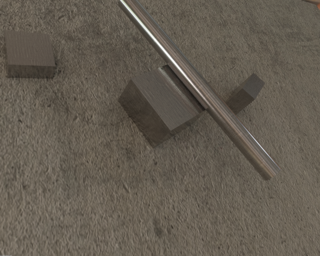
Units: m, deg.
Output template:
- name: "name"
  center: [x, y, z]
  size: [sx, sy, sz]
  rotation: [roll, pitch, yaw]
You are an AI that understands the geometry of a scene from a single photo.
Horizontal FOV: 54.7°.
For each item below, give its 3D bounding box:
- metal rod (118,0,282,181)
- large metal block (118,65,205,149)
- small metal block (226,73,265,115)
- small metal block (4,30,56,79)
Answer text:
- name: "metal rod"
  center: [0.046, -0.058, 0.401]
  size: [0.025, 0.025, 0.300]
  rotation: [-33, 80, -38]
- name: "large metal block"
  center: [0.006, -0.032, 0.412]
  size: [0.081, 0.050, 0.080]
  rotation: [-30, 79, -38]
- name: "small metal block"
  center: [0.134, -0.054, 0.495]
  size: [0.025, 0.050, 0.050]
  rotation: [42, 51, 0]
- name: "small metal block"
  center: [-0.158, -0.088, 0.373]
  size: [0.050, 0.025, 0.050]
  rotation: [-4, 64, -30]
